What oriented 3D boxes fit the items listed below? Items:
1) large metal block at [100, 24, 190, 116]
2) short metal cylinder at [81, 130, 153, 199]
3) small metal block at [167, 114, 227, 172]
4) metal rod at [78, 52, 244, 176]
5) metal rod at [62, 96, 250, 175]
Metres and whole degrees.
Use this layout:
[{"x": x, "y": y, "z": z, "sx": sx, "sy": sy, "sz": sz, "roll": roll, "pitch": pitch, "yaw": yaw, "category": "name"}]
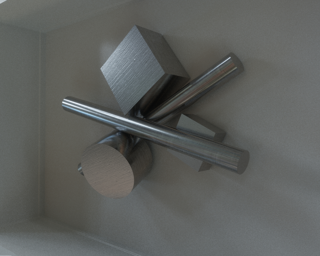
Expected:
[{"x": -0.021, "y": -0.071, "z": 0.403, "sx": 0.080, "sy": 0.050, "sz": 0.080, "roll": -43, "pitch": 64, "yaw": 31, "category": "large metal block"}, {"x": -0.057, "y": 0.047, "z": 0.415, "sx": 0.080, "sy": 0.050, "sz": 0.079, "roll": 11, "pitch": 116, "yaw": 23, "category": "short metal cylinder"}, {"x": 0.042, "y": 0.016, "z": 0.366, "sx": 0.050, "sy": 0.025, "sz": 0.050, "roll": 33, "pitch": 110, "yaw": 34, "category": "small metal block"}, {"x": -0.020, "y": -0.003, "z": 0.418, "sx": 0.299, "sy": 0.025, "sz": 0.025, "roll": -34, "pitch": 69, "yaw": 34, "category": "metal rod"}, {"x": -0.031, "y": -0.002, "z": 0.395, "sx": 0.300, "sy": 0.025, "sz": 0.025, "roll": 18, "pitch": 101, "yaw": 38, "category": "metal rod"}]
